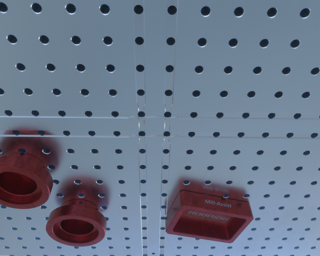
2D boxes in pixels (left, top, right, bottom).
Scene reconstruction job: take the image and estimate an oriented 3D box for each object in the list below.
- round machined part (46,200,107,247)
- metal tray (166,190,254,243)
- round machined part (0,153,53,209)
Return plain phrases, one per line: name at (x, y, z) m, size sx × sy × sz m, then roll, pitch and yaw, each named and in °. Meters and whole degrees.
round machined part at (-0.141, 0.161, 0.536) m, size 0.099 × 0.042 × 0.097 m, roll -1°, pitch 130°, yaw 0°
metal tray at (0.084, 0.159, 0.544) m, size 0.131 × 0.030 × 0.089 m, roll 13°, pitch 129°, yaw -11°
round machined part at (-0.209, 0.075, 0.461) m, size 0.099 × 0.042 × 0.097 m, roll -1°, pitch 130°, yaw 0°
